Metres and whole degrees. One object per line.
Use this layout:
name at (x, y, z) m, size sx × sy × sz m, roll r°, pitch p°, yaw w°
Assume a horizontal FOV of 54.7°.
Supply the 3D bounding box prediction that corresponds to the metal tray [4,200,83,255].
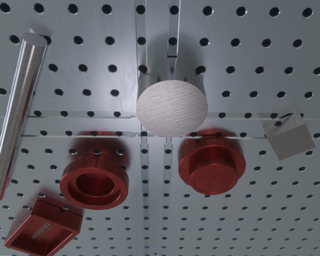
metal tray at (-0.214, 0.190, 0.567) m, size 0.090 × 0.030 × 0.129 m, roll 31°, pitch 123°, yaw -24°

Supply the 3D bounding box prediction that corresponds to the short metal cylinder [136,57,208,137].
short metal cylinder at (0.013, -0.035, 0.365) m, size 0.081 × 0.050 × 0.079 m, roll 0°, pitch 130°, yaw 0°

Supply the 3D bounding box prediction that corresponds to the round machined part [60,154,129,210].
round machined part at (-0.096, 0.077, 0.465) m, size 0.099 × 0.042 × 0.097 m, roll 0°, pitch 130°, yaw 0°

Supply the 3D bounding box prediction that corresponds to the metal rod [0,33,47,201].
metal rod at (-0.200, 0.008, 0.415) m, size 0.025 × 0.025 × 0.298 m, roll 21°, pitch 127°, yaw -17°

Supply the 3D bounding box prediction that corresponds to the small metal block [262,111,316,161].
small metal block at (0.176, 0.012, 0.423) m, size 0.050 × 0.025 × 0.050 m, roll -26°, pitch 126°, yaw 20°

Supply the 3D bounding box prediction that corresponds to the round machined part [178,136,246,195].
round machined part at (0.076, 0.061, 0.453) m, size 0.099 × 0.042 × 0.097 m, roll 0°, pitch 130°, yaw 0°
